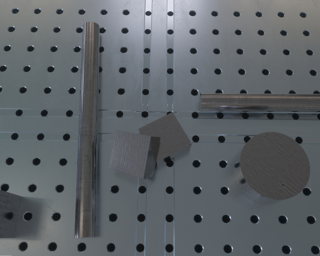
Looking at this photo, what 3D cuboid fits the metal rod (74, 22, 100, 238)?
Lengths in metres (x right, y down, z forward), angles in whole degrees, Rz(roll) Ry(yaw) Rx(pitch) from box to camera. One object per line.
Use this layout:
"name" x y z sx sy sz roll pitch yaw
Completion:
"metal rod" -0.096 -0.012 0.415 0.025 0.025 0.299 -3 70 -1

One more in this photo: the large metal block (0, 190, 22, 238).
"large metal block" -0.216 0.095 0.346 0.080 0.080 0.050 2 70 1

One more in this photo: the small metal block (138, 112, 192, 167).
"small metal block" 0.006 0.015 0.406 0.050 0.025 0.050 -27 72 -10

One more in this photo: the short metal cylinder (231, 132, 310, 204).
"short metal cylinder" 0.133 0.051 0.381 0.081 0.050 0.080 0 70 0

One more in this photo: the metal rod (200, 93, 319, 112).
"metal rod" 0.206 -0.034 0.425 0.302 0.025 0.025 0 70 0

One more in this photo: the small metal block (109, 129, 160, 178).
"small metal block" -0.032 0.031 0.383 0.050 0.025 0.050 10 90 26
